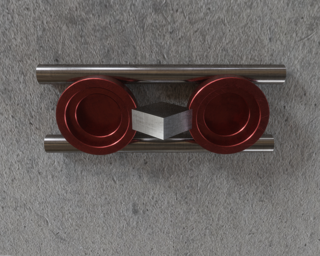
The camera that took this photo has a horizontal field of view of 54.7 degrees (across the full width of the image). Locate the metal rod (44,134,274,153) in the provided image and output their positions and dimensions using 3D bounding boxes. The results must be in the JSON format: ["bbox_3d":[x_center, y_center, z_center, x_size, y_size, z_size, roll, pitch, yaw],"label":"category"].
[{"bbox_3d":[-0.001,0.021,0.418,0.302,0.025,0.025,0,110,-1],"label":"metal rod"}]

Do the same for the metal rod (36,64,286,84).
[{"bbox_3d":[0.002,-0.067,0.386,0.302,0.025,0.025,0,110,-1],"label":"metal rod"}]

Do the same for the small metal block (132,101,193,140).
[{"bbox_3d":[0.003,-0.011,0.366,0.050,0.050,0.025,17,116,40],"label":"small metal block"}]

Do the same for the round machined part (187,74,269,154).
[{"bbox_3d":[0.082,-0.020,0.390,0.099,0.042,0.097,0,110,0],"label":"round machined part"}]

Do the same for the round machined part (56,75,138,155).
[{"bbox_3d":[-0.075,-0.019,0.390,0.099,0.042,0.097,0,110,0],"label":"round machined part"}]
